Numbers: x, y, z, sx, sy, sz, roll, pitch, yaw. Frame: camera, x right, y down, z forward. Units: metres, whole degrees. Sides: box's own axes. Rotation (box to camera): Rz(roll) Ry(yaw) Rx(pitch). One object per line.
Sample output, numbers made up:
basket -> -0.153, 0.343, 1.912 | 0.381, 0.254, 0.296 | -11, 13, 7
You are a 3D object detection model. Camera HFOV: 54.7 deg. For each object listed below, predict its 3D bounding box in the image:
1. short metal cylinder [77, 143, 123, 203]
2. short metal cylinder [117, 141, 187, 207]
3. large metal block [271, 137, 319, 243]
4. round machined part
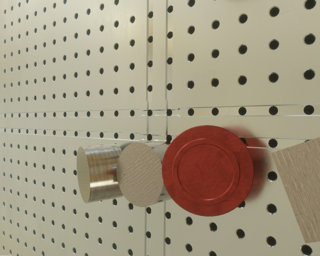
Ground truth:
short metal cylinder -> -0.086, 0.064, 0.446 | 0.080, 0.050, 0.079 | 16, 108, 62
short metal cylinder -> -0.010, 0.057, 0.402 | 0.080, 0.050, 0.079 | 0, 90, 40
large metal block -> 0.156, 0.045, 0.264 | 0.080, 0.050, 0.080 | -27, 73, 37
round machined part -> 0.050, 0.045, 0.331 | 0.098, 0.042, 0.097 | -1, 86, 11
